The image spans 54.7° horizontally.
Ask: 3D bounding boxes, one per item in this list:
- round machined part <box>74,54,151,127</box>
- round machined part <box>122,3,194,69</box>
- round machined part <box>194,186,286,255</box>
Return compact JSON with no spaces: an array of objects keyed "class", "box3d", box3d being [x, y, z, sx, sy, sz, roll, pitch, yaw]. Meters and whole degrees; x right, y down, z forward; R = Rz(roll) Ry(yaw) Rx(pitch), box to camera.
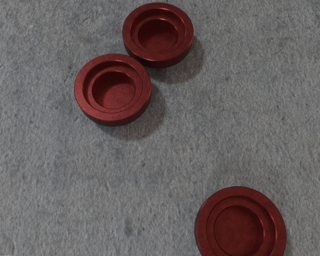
[{"class":"round machined part","box3d":[-0.061,-0.047,0.415,0.099,0.042,0.098,0,70,-1]},{"class":"round machined part","box3d":[-0.003,-0.127,0.446,0.099,0.042,0.098,0,70,-1]},{"class":"round machined part","box3d":[0.088,0.119,0.357,0.099,0.042,0.098,0,70,-1]}]
